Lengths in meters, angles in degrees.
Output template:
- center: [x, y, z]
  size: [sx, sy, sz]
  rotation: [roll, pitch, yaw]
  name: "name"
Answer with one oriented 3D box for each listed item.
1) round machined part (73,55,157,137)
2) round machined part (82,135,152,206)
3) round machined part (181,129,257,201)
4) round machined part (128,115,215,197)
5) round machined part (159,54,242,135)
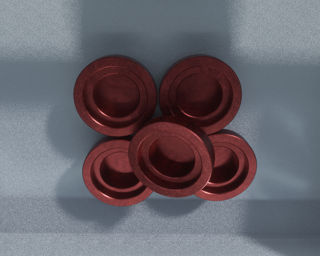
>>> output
- center: [-0.053, -0.042, 0.384]
  size: [0.099, 0.042, 0.097]
  rotation: [0, 110, -1]
  name: "round machined part"
- center: [-0.051, 0.053, 0.419]
  size: [0.099, 0.042, 0.097]
  rotation: [0, 110, -1]
  name: "round machined part"
- center: [0.076, 0.046, 0.418]
  size: [0.099, 0.042, 0.097]
  rotation: [0, 110, -1]
  name: "round machined part"
- center: [0.016, 0.030, 0.366]
  size: [0.098, 0.042, 0.097]
  rotation: [8, 116, 16]
  name: "round machined part"
- center: [0.048, -0.043, 0.385]
  size: [0.099, 0.042, 0.097]
  rotation: [0, 110, -1]
  name: "round machined part"
